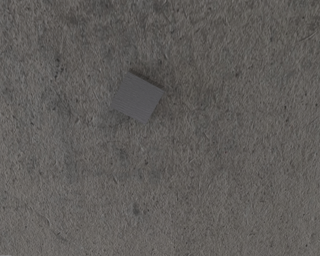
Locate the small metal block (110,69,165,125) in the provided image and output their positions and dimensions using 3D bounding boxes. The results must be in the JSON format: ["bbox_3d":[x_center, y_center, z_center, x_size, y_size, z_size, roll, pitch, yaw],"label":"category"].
[{"bbox_3d":[-0.028,-0.040,0.395,0.050,0.025,0.050,27,108,-10],"label":"small metal block"}]
